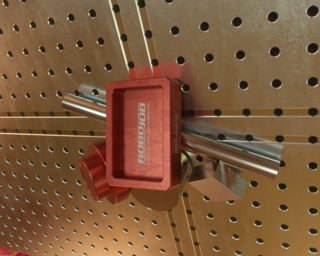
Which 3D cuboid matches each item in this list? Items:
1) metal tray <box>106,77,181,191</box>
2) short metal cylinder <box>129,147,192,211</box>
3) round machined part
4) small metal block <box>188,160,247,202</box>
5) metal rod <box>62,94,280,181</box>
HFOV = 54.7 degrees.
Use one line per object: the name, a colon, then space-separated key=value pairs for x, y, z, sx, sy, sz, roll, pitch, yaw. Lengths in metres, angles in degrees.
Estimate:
metal tray: x=-0.021 y=0.007 z=0.380 sx=0.090 sy=0.030 sz=0.129 roll=0 pitch=89 yaw=27
short metal cylinder: x=-0.001 y=0.068 z=0.433 sx=0.080 sy=0.050 sz=0.079 roll=13 pitch=124 yaw=21
round machined part: x=-0.086 y=0.068 z=0.452 sx=0.098 sy=0.042 sz=0.097 roll=43 pitch=145 yaw=42
small metal block: x=0.073 y=0.069 z=0.397 sx=0.050 sy=0.025 sz=0.050 roll=38 pitch=147 yaw=-18
metal rod: x=0.001 y=0.006 z=0.409 sx=0.301 sy=0.025 sz=0.025 roll=18 pitch=126 yaw=17
